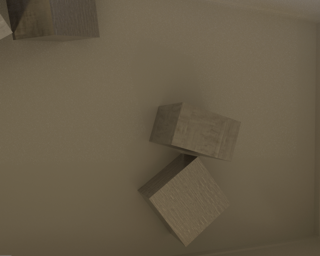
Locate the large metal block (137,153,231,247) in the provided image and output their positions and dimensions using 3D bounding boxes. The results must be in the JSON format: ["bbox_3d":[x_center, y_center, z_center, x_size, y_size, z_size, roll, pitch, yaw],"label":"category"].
[{"bbox_3d":[0.031,0.091,0.409,0.080,0.050,0.080,-39,103,-16],"label":"large metal block"}]

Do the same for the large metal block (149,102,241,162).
[{"bbox_3d":[0.042,0.005,0.396,0.081,0.080,0.050,17,85,-19],"label":"large metal block"}]

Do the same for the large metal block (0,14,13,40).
[{"bbox_3d":[-0.197,-0.125,0.291,0.050,0.080,0.080,-37,142,-15],"label":"large metal block"}]

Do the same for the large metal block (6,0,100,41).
[{"bbox_3d":[-0.111,-0.135,0.326,0.050,0.080,0.079,0,104,21],"label":"large metal block"}]
